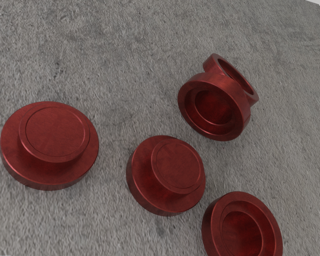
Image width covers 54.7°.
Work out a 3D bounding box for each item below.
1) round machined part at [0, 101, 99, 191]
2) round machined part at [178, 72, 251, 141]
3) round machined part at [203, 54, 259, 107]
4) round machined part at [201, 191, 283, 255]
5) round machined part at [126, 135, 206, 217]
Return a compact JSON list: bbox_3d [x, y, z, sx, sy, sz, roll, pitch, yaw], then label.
[{"bbox_3d":[-0.112,0.012,0.325,0.099,0.042,0.098,14,56,-21],"label":"round machined part"},{"bbox_3d":[0.076,-0.033,0.415,0.098,0.098,0.042,43,57,1],"label":"round machined part"},{"bbox_3d":[0.100,-0.064,0.470,0.098,0.042,0.098,34,28,-21],"label":"round machined part"},{"bbox_3d":[0.091,0.128,0.363,0.099,0.042,0.098,14,56,-21],"label":"round machined part"},{"bbox_3d":[0.013,0.051,0.368,0.099,0.042,0.098,14,56,-21],"label":"round machined part"}]
